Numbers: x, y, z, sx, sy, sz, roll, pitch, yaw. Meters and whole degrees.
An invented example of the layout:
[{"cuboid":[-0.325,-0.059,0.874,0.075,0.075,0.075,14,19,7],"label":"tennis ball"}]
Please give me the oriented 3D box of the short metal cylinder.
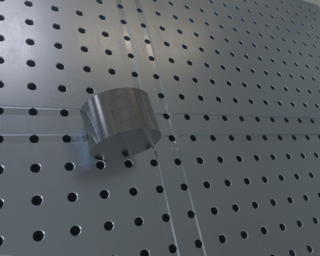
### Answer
[{"cuboid":[-0.044,-0.003,0.350,0.081,0.080,0.050,-5,65,-30],"label":"short metal cylinder"}]
